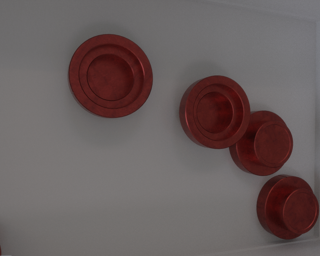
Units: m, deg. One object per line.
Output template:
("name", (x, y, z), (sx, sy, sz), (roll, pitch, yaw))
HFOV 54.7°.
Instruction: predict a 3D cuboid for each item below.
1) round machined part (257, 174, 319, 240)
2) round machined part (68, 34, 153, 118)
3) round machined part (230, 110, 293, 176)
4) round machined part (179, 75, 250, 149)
("round machined part", (0.202, 0.123, 0.476), (0.099, 0.042, 0.097), (0, 90, -20))
("round machined part", (-0.062, -0.060, 0.378), (0.099, 0.042, 0.097), (0, 90, -20))
("round machined part", (0.156, 0.023, 0.459), (0.099, 0.042, 0.097), (0, 90, -20))
("round machined part", (0.071, -0.021, 0.427), (0.099, 0.042, 0.097), (0, 90, -20))
